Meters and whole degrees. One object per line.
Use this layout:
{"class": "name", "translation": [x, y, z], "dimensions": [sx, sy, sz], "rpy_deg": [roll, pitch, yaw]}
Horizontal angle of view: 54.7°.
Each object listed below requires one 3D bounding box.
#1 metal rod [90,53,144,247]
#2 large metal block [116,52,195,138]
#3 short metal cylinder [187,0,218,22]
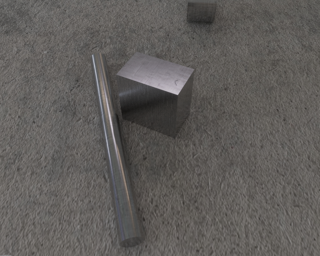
{"class": "metal rod", "translation": [-0.063, 0.002, 0.401], "dimensions": [0.025, 0.025, 0.300], "rpy_deg": [-10, 51, -9]}
{"class": "large metal block", "translation": [-0.005, -0.042, 0.403], "dimensions": [0.080, 0.080, 0.050], "rpy_deg": [20, 53, 16]}
{"class": "short metal cylinder", "translation": [0.077, -0.237, 0.567], "dimensions": [0.050, 0.080, 0.080], "rpy_deg": [4, 50, 3]}
